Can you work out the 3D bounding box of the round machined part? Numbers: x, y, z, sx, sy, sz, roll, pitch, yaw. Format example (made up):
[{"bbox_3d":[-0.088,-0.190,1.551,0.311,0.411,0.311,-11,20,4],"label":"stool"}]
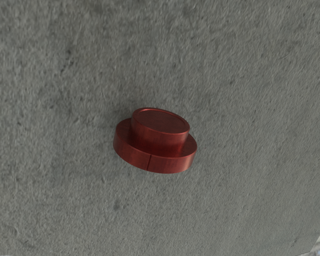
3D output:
[{"bbox_3d":[-0.003,0.008,0.365,0.099,0.098,0.042,1,118,-29],"label":"round machined part"}]
